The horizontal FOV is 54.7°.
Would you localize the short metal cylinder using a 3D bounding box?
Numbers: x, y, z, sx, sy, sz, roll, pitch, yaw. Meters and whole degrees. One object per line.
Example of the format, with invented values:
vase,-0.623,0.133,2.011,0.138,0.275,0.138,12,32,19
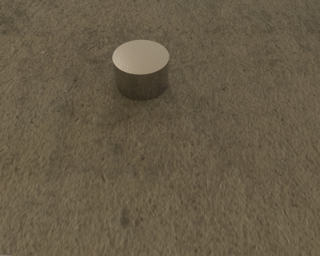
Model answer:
short metal cylinder,-0.027,-0.086,0.459,0.081,0.050,0.080,0,50,0
